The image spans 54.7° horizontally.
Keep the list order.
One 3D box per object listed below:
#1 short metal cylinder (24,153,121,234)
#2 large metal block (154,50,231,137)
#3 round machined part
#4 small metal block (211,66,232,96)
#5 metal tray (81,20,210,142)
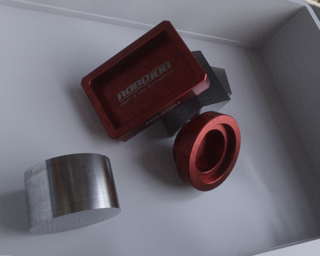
[{"bbox_3d":[-0.081,0.063,0.289,0.081,0.080,0.050,-3,63,-30],"label":"short metal cylinder"},{"bbox_3d":[0.035,-0.045,0.418,0.050,0.080,0.080,-16,70,-36],"label":"large metal block"},{"bbox_3d":[0.055,0.026,0.388,0.099,0.042,0.097,-16,115,-38],"label":"round machined part"},{"bbox_3d":[0.082,-0.071,0.495,0.050,0.025,0.050,5,59,-26],"label":"small metal block"},{"bbox_3d":[-0.019,-0.054,0.370,0.090,0.130,0.030,59,9,16],"label":"metal tray"}]
